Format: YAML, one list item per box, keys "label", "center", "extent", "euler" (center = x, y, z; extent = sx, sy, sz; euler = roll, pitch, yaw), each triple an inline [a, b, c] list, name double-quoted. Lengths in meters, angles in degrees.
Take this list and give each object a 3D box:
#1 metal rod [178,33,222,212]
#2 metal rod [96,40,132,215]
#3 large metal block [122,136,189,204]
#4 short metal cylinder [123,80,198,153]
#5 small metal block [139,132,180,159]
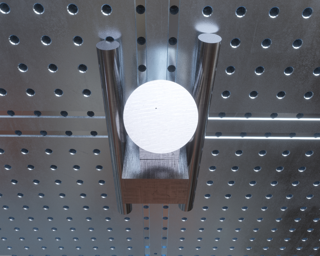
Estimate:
- label: "metal rod"
  center: [0.048, 0.017, 0.427]
  extent: [0.025, 0.025, 0.298]
  euler: [1, 130, -1]
- label: "metal rod"
  center: [-0.058, 0.024, 0.431]
  extent: [0.025, 0.025, 0.298]
  euler: [0, 130, -1]
- label: "large metal block"
  center: [-0.006, 0.054, 0.418]
  extent: [0.081, 0.080, 0.050]
  euler: [1, 130, -1]
- label: "short metal cylinder"
  center: [0.001, -0.011, 0.358]
  extent: [0.081, 0.050, 0.080]
  euler: [0, 86, -1]
- label: "small metal block"
  center: [-0.001, 0.014, 0.407]
  extent: [0.050, 0.050, 0.025]
  euler: [1, 130, -2]
